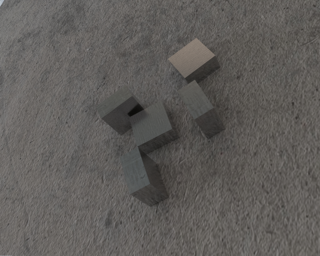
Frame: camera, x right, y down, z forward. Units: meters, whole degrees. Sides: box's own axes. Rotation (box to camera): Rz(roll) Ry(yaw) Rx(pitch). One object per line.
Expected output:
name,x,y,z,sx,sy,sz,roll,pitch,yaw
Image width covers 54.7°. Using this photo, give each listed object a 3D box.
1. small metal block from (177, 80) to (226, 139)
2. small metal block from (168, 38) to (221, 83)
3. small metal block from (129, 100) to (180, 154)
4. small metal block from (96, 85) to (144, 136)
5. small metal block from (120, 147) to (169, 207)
small metal block,0.050,-0.022,0.375,0.025,0.050,0.050,-32,52,8
small metal block,0.048,-0.091,0.435,0.050,0.025,0.050,-37,51,3
small metal block,-0.008,-0.001,0.409,0.050,0.025,0.050,-27,52,11
small metal block,-0.051,-0.023,0.429,0.050,0.050,0.025,-36,51,4
small metal block,-0.018,0.058,0.362,0.025,0.050,0.050,-30,52,10
